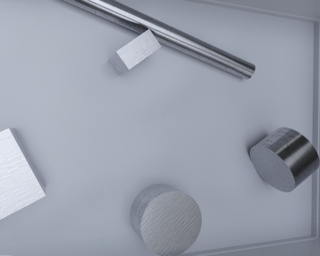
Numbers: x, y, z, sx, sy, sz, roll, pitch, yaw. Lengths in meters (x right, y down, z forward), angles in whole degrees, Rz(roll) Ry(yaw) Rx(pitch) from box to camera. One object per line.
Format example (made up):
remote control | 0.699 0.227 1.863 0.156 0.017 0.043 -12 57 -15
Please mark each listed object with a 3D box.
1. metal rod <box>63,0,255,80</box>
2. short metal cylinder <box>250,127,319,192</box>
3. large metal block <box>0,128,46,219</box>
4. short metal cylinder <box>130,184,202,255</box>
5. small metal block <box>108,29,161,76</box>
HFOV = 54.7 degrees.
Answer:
metal rod | -0.001 -0.128 0.410 0.302 0.025 0.025 18 84 -20
short metal cylinder | 0.179 0.046 0.449 0.050 0.080 0.080 -33 101 -17
large metal block | -0.180 0.053 0.331 0.081 0.050 0.080 -28 100 -18
short metal cylinder | 0.007 0.117 0.401 0.081 0.050 0.079 0 90 -21
small metal block | -0.033 -0.093 0.386 0.050 0.050 0.025 -39 103 -16
